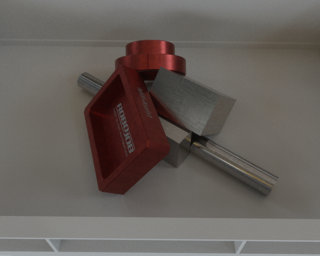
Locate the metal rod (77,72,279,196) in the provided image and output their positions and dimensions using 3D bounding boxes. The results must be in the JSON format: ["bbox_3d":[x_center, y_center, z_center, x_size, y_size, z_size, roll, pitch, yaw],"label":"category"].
[{"bbox_3d":[0.007,-0.003,0.405,0.300,0.025,0.025,30,56,22],"label":"metal rod"}]

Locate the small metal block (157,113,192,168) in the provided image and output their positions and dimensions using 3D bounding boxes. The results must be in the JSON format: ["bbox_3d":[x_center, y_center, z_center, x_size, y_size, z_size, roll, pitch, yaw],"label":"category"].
[{"bbox_3d":[0.009,0.014,0.375,0.050,0.050,0.025,31,57,23],"label":"small metal block"}]

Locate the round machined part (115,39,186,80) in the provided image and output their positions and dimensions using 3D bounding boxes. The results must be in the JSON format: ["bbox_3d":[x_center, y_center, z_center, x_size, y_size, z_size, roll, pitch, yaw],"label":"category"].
[{"bbox_3d":[-0.013,-0.094,0.432,0.099,0.098,0.042,-1,91,-2],"label":"round machined part"}]

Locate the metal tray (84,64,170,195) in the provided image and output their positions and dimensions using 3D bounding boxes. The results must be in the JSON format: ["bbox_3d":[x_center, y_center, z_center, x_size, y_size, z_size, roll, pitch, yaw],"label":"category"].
[{"bbox_3d":[-0.045,0.000,0.363,0.030,0.090,0.130,19,37,-40],"label":"metal tray"}]

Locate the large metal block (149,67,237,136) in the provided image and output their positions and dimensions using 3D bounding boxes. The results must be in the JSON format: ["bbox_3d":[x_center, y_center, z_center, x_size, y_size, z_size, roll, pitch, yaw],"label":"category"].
[{"bbox_3d":[0.040,-0.032,0.389,0.080,0.050,0.080,30,13,22],"label":"large metal block"}]
